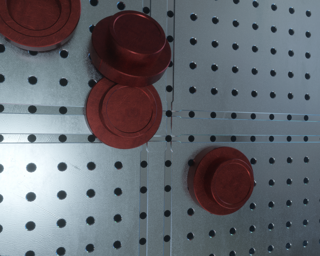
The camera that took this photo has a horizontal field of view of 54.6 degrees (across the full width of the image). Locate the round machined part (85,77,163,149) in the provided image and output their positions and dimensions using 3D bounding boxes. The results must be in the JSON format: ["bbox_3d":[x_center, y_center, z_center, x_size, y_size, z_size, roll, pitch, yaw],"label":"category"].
[{"bbox_3d":[-0.042,-0.022,0.388,0.099,0.042,0.097,0,90,-20],"label":"round machined part"}]

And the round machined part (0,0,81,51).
[{"bbox_3d":[-0.142,-0.136,0.351,0.099,0.042,0.097,0,90,-20],"label":"round machined part"}]

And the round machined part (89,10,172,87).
[{"bbox_3d":[-0.032,-0.101,0.370,0.099,0.042,0.098,10,59,-17],"label":"round machined part"}]

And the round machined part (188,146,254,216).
[{"bbox_3d":[0.092,0.075,0.437,0.099,0.042,0.097,0,90,-20],"label":"round machined part"}]
